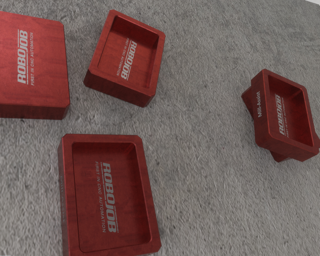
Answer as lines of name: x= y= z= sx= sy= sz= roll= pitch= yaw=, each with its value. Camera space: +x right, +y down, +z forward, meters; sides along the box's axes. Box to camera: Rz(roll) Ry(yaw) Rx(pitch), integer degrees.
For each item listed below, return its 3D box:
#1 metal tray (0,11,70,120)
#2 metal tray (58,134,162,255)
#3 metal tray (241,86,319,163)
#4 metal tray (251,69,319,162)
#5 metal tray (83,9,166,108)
metal tray: x=-0.158 y=-0.074 z=0.361 sx=0.091 sy=0.030 sz=0.130 roll=2 pitch=61 yaw=-27
metal tray: x=-0.056 y=0.071 z=0.326 sx=0.091 sy=0.030 sz=0.130 roll=2 pitch=61 yaw=-27
metal tray: x=0.202 y=-0.014 z=0.518 sx=0.091 sy=0.030 sz=0.130 roll=-9 pitch=66 yaw=-32
metal tray: x=0.189 y=-0.022 z=0.475 sx=0.091 sy=0.030 sz=0.130 roll=19 pitch=54 yaw=-17
metal tray: x=-0.045 y=-0.100 z=0.436 sx=0.091 sy=0.030 sz=0.130 roll=20 pitch=54 yaw=-16
